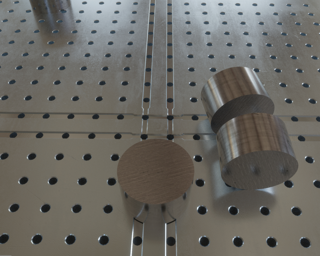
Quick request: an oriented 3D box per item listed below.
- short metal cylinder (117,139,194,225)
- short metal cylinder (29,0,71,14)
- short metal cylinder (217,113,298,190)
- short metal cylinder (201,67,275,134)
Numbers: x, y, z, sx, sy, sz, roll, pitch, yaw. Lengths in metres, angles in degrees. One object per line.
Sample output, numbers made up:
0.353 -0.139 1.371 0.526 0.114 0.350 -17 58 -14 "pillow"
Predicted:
-0.004 0.058 0.342 0.081 0.050 0.080 0 50 0 "short metal cylinder"
-0.223 -0.271 0.618 0.081 0.050 0.080 0 50 0 "short metal cylinder"
0.107 0.028 0.349 0.081 0.080 0.050 0 50 0 "short metal cylinder"
0.098 -0.032 0.399 0.081 0.080 0.050 -7 51 -6 "short metal cylinder"
